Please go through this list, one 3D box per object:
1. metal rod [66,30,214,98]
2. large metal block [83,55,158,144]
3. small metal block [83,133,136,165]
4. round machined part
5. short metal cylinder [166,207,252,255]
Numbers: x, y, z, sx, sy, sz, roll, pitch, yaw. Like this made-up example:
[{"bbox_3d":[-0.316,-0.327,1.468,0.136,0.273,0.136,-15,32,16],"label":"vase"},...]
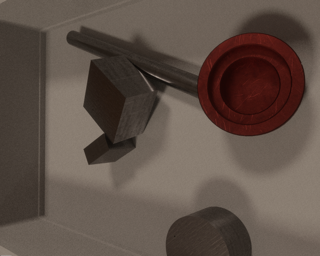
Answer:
[{"bbox_3d":[-0.040,-0.095,0.437,0.300,0.025,0.025,28,108,36],"label":"metal rod"},{"bbox_3d":[-0.056,-0.039,0.418,0.080,0.050,0.079,47,137,27],"label":"large metal block"},{"bbox_3d":[-0.073,0.030,0.448,0.050,0.050,0.025,-35,69,34],"label":"small metal block"},{"bbox_3d":[0.091,-0.041,0.309,0.098,0.042,0.097,0,90,23],"label":"round machined part"},{"bbox_3d":[0.054,0.133,0.345,0.080,0.050,0.079,0,90,39],"label":"short metal cylinder"}]
